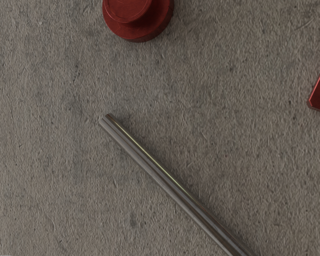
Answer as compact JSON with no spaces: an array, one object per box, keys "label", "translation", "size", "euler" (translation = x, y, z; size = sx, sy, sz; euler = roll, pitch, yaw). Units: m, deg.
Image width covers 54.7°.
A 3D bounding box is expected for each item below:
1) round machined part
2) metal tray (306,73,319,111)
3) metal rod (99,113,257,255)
[{"label":"round machined part","translation":[-0.034,-0.167,0.411],"size":[0.098,0.042,0.097],"euler":[0,90,19]},{"label":"metal tray","translation":[0.227,-0.067,0.327],"size":[0.090,0.030,0.129],"euler":[24,98,18]},{"label":"metal rod","translation":[0.029,0.088,0.397],"size":[0.300,0.025,0.025],"euler":[43,103,14]}]
